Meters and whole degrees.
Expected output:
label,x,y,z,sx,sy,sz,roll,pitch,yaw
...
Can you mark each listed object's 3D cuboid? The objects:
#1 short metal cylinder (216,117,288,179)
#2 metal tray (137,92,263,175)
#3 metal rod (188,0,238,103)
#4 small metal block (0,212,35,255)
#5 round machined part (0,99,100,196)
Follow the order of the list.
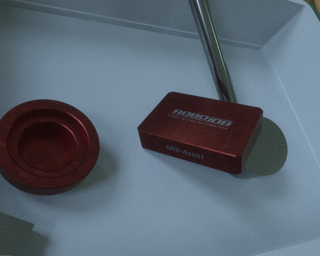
label,x,y,z,sx,sy,sz,roll,pitch,yaw
short metal cylinder,0.126,0.028,0.429,0.081,0.050,0.080,4,75,-16
metal tray,0.050,0.000,0.384,0.130,0.030,0.090,14,45,27
metal rod,0.067,-0.136,0.434,0.025,0.025,0.298,-34,111,-38
small metal block,-0.145,0.101,0.266,0.050,0.025,0.050,25,53,-13
round machined part,-0.116,0.022,0.319,0.099,0.042,0.098,14,56,-21
